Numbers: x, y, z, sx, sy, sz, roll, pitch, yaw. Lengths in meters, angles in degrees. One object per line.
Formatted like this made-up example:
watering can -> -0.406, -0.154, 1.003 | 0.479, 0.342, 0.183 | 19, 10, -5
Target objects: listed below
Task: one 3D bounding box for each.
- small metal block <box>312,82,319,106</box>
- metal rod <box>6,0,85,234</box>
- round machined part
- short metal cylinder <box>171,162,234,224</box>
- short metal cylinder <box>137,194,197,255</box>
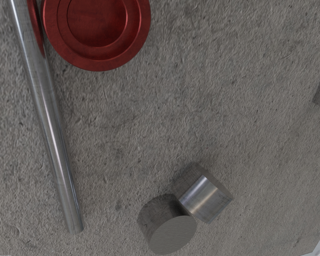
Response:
small metal block -> 0.296, -0.063, 0.529 | 0.050, 0.025, 0.050 | -5, 121, -26
metal rod -> -0.119, 0.011, 0.348 | 0.025, 0.025, 0.298 | -15, 125, -20
round machined part -> -0.062, -0.107, 0.296 | 0.099, 0.042, 0.097 | -14, 124, -21
short metal cylinder -> 0.063, 0.096, 0.465 | 0.050, 0.080, 0.080 | -49, 129, 6
short metal cylinder -> 0.011, 0.152, 0.491 | 0.081, 0.050, 0.079 | -14, 124, -21
